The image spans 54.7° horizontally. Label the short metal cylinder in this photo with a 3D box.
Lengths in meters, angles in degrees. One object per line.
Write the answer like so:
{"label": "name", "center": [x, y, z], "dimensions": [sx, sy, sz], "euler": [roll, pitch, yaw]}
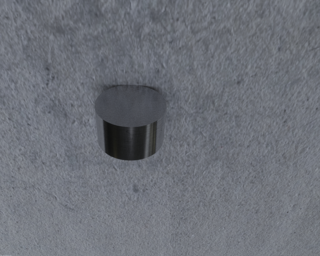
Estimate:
{"label": "short metal cylinder", "center": [-0.034, -0.008, 0.364], "dimensions": [0.081, 0.080, 0.050], "euler": [2, 130, -3]}
